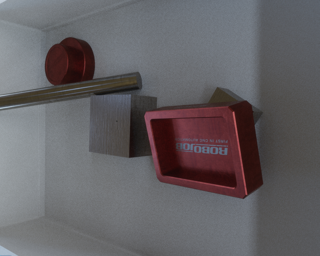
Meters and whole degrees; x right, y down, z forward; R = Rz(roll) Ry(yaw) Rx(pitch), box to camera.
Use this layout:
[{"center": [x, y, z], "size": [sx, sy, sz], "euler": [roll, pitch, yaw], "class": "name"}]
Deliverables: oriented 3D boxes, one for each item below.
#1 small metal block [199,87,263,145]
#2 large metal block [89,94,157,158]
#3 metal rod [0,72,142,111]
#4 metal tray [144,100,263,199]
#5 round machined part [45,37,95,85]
[{"center": [0.076, -0.010, 0.343], "size": [0.050, 0.025, 0.050], "euler": [42, 115, 31], "class": "small metal block"}, {"center": [-0.052, -0.004, 0.431], "size": [0.080, 0.050, 0.079], "euler": [4, 92, 39], "class": "large metal block"}, {"center": [-0.174, -0.049, 0.468], "size": [0.301, 0.025, 0.025], "euler": [-7, 85, 14], "class": "metal rod"}, {"center": [0.042, 0.020, 0.339], "size": [0.130, 0.030, 0.089], "euler": [0, 104, 49], "class": "metal tray"}, {"center": [-0.158, -0.104, 0.523], "size": [0.098, 0.042, 0.097], "euler": [0, 90, 39], "class": "round machined part"}]
